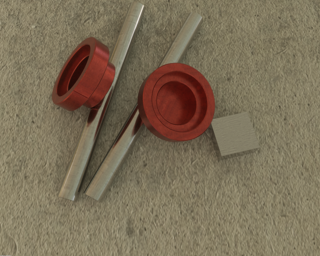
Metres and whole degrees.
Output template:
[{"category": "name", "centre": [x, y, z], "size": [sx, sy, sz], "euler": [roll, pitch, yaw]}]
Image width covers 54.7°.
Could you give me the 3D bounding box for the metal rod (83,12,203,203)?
[{"category": "metal rod", "centre": [-0.014, -0.040, 0.422], "size": [0.025, 0.025, 0.300], "euler": [26, 72, 9]}]

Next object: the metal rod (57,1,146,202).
[{"category": "metal rod", "centre": [-0.074, -0.049, 0.425], "size": [0.025, 0.025, 0.299], "euler": [14, 70, 5]}]

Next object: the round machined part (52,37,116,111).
[{"category": "round machined part", "centre": [-0.095, -0.065, 0.403], "size": [0.042, 0.098, 0.098], "euler": [30, 66, -35]}]

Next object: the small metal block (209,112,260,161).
[{"category": "small metal block", "centre": [0.095, 0.011, 0.405], "size": [0.050, 0.025, 0.050], "euler": [-13, 71, -5]}]

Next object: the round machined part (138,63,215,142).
[{"category": "round machined part", "centre": [0.018, -0.030, 0.397], "size": [0.099, 0.042, 0.097], "euler": [3, 82, -23]}]
